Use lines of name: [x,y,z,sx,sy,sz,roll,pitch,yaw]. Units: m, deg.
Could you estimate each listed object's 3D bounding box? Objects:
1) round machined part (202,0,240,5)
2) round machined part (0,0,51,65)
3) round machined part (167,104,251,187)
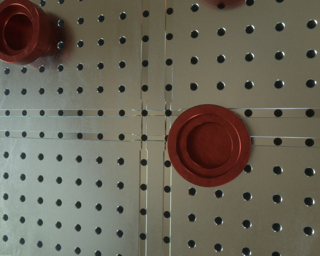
round machined part: [0.077,-0.205,0.376,0.098,0.042,0.097,0,90,19]
round machined part: [-0.210,-0.145,0.476,0.098,0.042,0.097,0,90,19]
round machined part: [0.062,0.021,0.381,0.098,0.042,0.097,0,90,19]
